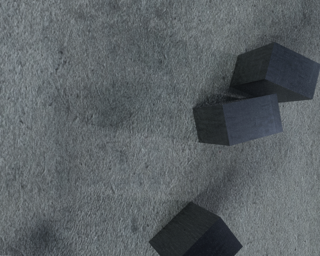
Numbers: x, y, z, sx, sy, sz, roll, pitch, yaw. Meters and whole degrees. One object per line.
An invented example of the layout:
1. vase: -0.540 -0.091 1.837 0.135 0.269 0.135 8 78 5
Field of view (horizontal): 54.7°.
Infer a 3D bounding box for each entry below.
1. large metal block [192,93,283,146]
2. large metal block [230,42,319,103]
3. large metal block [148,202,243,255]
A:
1. large metal block: 0.102 -0.012 0.417 0.081 0.080 0.050 -13 95 -20
2. large metal block: 0.160 -0.074 0.438 0.081 0.080 0.050 18 84 -19
3. large metal block: 0.042 0.148 0.395 0.080 0.080 0.050 -40 103 -15
